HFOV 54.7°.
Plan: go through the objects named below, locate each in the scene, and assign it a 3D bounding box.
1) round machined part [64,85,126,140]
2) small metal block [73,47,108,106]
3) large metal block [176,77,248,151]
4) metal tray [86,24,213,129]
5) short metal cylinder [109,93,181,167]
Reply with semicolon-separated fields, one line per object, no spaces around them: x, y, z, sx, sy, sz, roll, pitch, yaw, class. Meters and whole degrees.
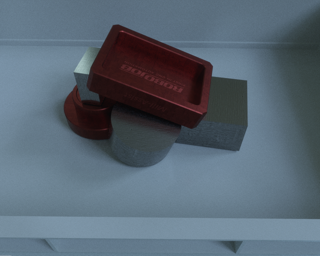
-0.081;-0.035;0.420;0.099;0.042;0.098;0;50;0;round machined part
-0.081;-0.064;0.385;0.025;0.050;0.050;10;51;8;small metal block
0.068;-0.022;0.404;0.080;0.050;0.080;8;50;6;large metal block
-0.007;-0.061;0.359;0.131;0.030;0.090;20;50;-8;metal tray
-0.020;0.001;0.371;0.081;0.050;0.080;6;63;-11;short metal cylinder
